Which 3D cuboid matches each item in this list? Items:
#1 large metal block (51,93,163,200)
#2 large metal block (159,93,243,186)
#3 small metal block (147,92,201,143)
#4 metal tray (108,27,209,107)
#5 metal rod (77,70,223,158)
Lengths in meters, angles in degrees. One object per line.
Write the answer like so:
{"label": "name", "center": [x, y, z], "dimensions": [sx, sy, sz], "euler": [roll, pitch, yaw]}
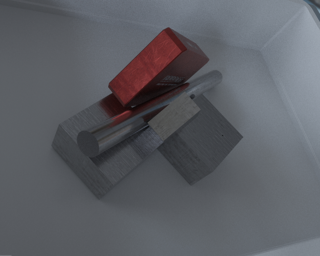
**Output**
{"label": "large metal block", "center": [-0.058, 0.018, 0.344], "dimensions": [0.080, 0.050, 0.080], "euler": [47, 51, 5]}
{"label": "large metal block", "center": [0.048, 0.014, 0.407], "dimensions": [0.080, 0.050, 0.080], "euler": [47, 51, 5]}
{"label": "small metal block", "center": [0.016, -0.009, 0.341], "dimensions": [0.050, 0.050, 0.025], "euler": [-40, 83, -2]}
{"label": "metal tray", "center": [0.005, -0.068, 0.373], "dimensions": [0.030, 0.090, 0.131], "euler": [52, 19, 7]}
{"label": "metal rod", "center": [0.014, -0.034, 0.386], "dimensions": [0.025, 0.025, 0.302], "euler": [49, 36, 6]}
